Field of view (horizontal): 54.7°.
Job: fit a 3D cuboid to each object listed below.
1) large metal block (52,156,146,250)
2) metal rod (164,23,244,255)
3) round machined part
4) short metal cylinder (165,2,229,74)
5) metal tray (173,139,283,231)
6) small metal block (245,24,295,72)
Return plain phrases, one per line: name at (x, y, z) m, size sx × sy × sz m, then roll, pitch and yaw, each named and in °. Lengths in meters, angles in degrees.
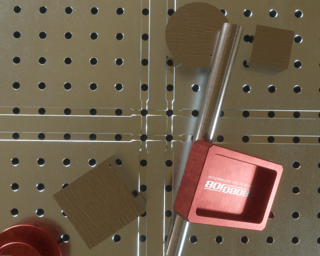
large metal block at (-0.074, 0.092, 0.400) m, size 0.080 × 0.050 × 0.080 m, roll -34°, pitch 90°, yaw 0°
metal rod at (0.051, 0.025, 0.385) m, size 0.025 × 0.025 × 0.298 m, roll 13°, pitch 101°, yaw 0°
round machined part at (-0.177, 0.175, 0.403) m, size 0.099 × 0.042 × 0.097 m, roll 0°, pitch 90°, yaw 0°
short metal cylinder at (0.047, -0.113, 0.401) m, size 0.081 × 0.050 × 0.079 m, roll 0°, pitch 90°, yaw 0°
metal tray at (0.087, 0.073, 0.380) m, size 0.131 × 0.030 × 0.090 m, roll 17°, pitch 90°, yaw -31°
small metal block at (0.146, -0.106, 0.414) m, size 0.050 × 0.025 × 0.050 m, roll 10°, pitch 90°, yaw 0°
